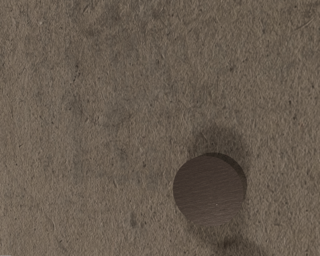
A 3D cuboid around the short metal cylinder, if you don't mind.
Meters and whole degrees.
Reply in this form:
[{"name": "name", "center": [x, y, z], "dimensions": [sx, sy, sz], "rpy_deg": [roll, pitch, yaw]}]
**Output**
[{"name": "short metal cylinder", "center": [0.061, 0.071, 0.374], "dimensions": [0.080, 0.050, 0.079], "rpy_deg": [0, 90, 19]}]
